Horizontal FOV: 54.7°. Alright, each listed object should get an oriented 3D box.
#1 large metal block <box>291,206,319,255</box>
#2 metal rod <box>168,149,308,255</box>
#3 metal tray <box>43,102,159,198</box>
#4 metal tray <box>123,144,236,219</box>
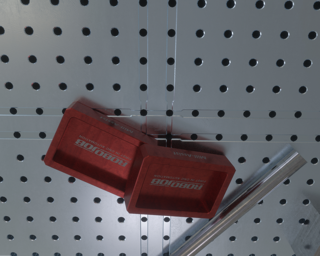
[{"bbox_3d":[0.261,0.175,0.467,0.080,0.050,0.079,16,109,-6],"label":"large metal block"},{"bbox_3d":[0.093,0.141,0.466,0.025,0.025,0.299,41,105,-14],"label":"metal rod"},{"bbox_3d":[-0.078,0.033,0.421,0.131,0.030,0.089,26,108,-10],"label":"metal tray"},{"bbox_3d":[0.026,0.075,0.418,0.131,0.030,0.089,10,114,-20],"label":"metal tray"}]
